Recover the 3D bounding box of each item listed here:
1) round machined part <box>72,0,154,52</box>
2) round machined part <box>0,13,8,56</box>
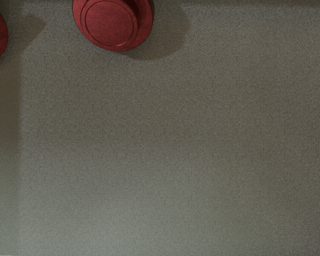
[{"bbox_3d":[-0.057,-0.134,0.375,0.099,0.097,0.042,3,45,3],"label":"round machined part"},{"bbox_3d":[-0.246,-0.124,0.383,0.098,0.098,0.042,-45,52,0],"label":"round machined part"}]
